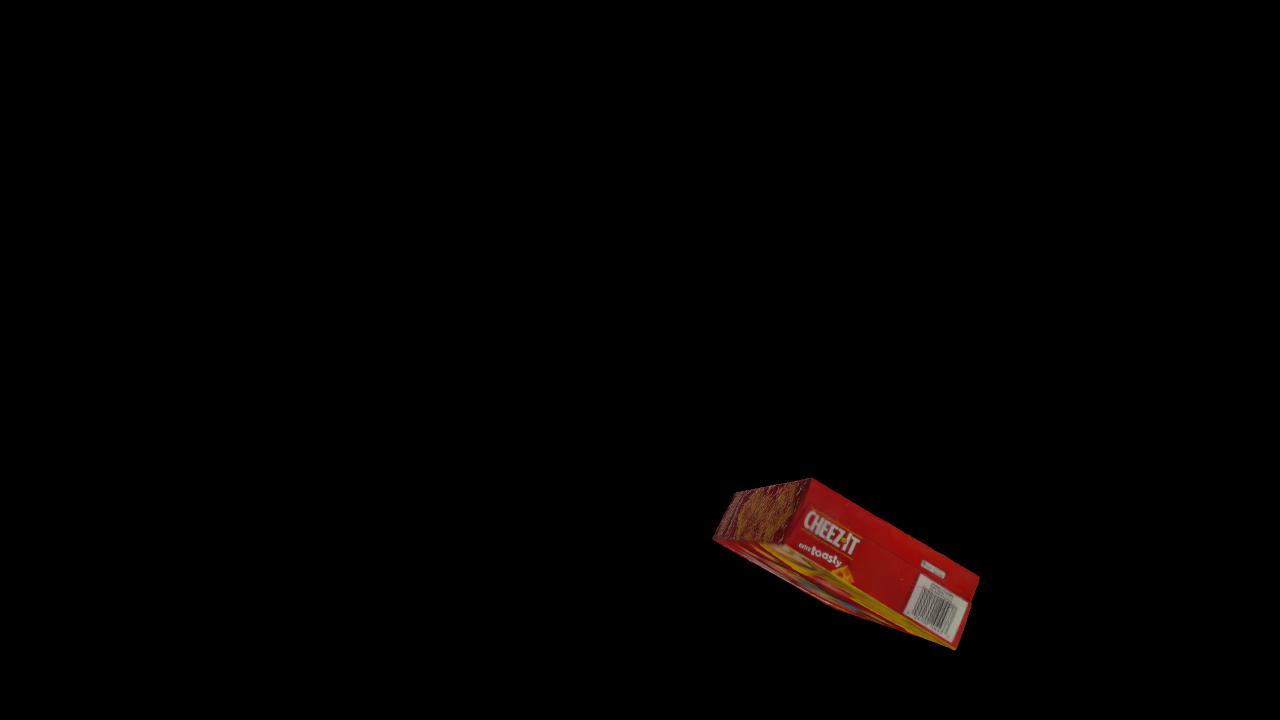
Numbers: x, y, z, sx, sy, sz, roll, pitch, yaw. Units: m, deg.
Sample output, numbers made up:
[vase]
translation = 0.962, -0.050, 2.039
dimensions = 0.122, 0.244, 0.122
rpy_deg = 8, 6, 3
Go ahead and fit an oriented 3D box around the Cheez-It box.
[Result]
[Cheez-It box]
translation = 0.181, 0.190, 0.598
dimensions = 0.166, 0.071, 0.223
rpy_deg = 30, -17, 1
